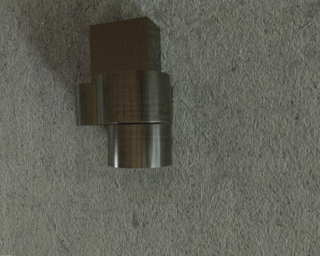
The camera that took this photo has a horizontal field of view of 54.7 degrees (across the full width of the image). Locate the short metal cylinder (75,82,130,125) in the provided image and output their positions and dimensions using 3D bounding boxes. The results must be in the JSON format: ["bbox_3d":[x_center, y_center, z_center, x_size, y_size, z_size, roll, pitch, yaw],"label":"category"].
[{"bbox_3d":[-0.069,-0.029,0.406,0.080,0.080,0.050,-2,89,20],"label":"short metal cylinder"}]

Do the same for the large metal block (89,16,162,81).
[{"bbox_3d":[-0.044,-0.095,0.413,0.080,0.050,0.080,-2,89,20],"label":"large metal block"}]

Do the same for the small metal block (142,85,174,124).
[{"bbox_3d":[-0.002,-0.030,0.400,0.025,0.050,0.050,1,91,20],"label":"small metal block"}]

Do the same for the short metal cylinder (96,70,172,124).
[{"bbox_3d":[-0.028,-0.031,0.338,0.080,0.080,0.050,-2,89,20],"label":"short metal cylinder"}]

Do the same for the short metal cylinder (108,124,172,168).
[{"bbox_3d":[-0.025,0.021,0.390,0.080,0.080,0.050,0,90,20],"label":"short metal cylinder"}]
